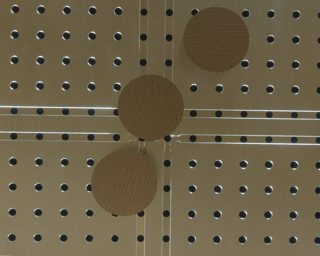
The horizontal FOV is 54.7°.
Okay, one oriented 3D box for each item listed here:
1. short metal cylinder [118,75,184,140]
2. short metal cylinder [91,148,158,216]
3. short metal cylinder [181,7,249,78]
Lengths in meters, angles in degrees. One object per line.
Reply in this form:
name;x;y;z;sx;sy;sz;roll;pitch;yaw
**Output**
short metal cylinder;-0.011;-0.025;0.401;0.081;0.050;0.079;0;90;-1
short metal cylinder;-0.043;0.067;0.400;0.081;0.050;0.079;0;90;-1
short metal cylinder;0.069;-0.108;0.402;0.081;0.050;0.079;0;90;-1
